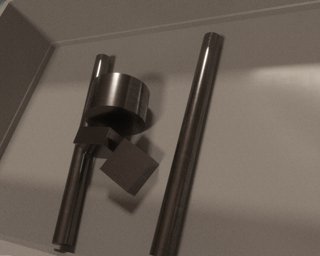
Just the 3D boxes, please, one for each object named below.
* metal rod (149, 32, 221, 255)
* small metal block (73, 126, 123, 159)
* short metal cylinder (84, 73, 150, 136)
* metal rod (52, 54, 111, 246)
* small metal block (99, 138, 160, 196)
[{"bbox_3d":[0.038,0.003,0.382,0.025,0.025,0.300,2,62,28],"label":"metal rod"},{"bbox_3d":[-0.078,0.021,0.416,0.050,0.050,0.025,1,62,29],"label":"small metal block"},{"bbox_3d":[-0.057,-0.029,0.417,0.080,0.080,0.050,-7,59,24],"label":"short metal cylinder"},{"bbox_3d":[-0.108,0.013,0.452,0.025,0.025,0.299,-9,58,23],"label":"metal rod"},{"bbox_3d":[-0.038,0.049,0.390,0.050,0.025,0.050,33,80,29],"label":"small metal block"}]
